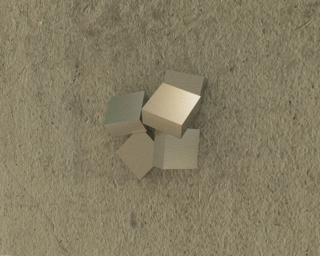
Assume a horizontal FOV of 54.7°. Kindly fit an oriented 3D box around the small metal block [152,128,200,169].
[{"bbox_3d":[0.020,0.024,0.387,0.025,0.050,0.050,6,92,58],"label":"small metal block"}]

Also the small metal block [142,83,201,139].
[{"bbox_3d":[0.014,-0.021,0.364,0.050,0.025,0.050,23,54,18],"label":"small metal block"}]

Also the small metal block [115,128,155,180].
[{"bbox_3d":[-0.022,0.033,0.417,0.050,0.025,0.050,-46,76,14],"label":"small metal block"}]

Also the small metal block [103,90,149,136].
[{"bbox_3d":[-0.042,-0.019,0.411,0.050,0.025,0.050,-8,50,19],"label":"small metal block"}]

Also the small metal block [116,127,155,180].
[{"bbox_3d":[-0.022,0.033,0.417,0.050,0.025,0.050,-46,76,14],"label":"small metal block"}]

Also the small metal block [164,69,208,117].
[{"bbox_3d":[0.030,-0.045,0.399,0.050,0.025,0.050,15,95,19],"label":"small metal block"}]
